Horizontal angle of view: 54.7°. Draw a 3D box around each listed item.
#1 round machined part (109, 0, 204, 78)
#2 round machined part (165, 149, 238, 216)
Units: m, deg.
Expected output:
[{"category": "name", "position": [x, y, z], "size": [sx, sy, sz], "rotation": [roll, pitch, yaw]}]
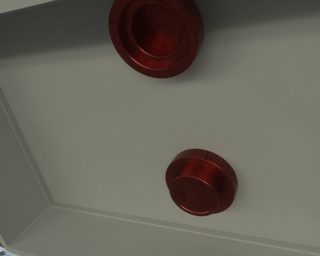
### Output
[{"category": "round machined part", "position": [-0.001, -0.105, 0.327], "size": [0.098, 0.042, 0.097], "rotation": [15, 133, 16]}, {"category": "round machined part", "position": [0.052, 0.080, 0.420], "size": [0.098, 0.042, 0.097], "rotation": [13, 124, 21]}]
